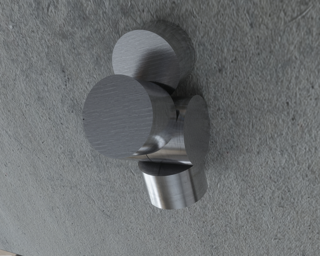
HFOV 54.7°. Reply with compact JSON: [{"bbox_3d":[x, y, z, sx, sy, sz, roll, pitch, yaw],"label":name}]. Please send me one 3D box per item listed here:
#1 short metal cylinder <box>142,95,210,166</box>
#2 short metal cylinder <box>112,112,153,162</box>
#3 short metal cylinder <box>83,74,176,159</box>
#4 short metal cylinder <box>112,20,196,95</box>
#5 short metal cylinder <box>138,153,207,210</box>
[{"bbox_3d":[0.021,0.002,0.361,0.050,0.080,0.080,1,119,28],"label":"short metal cylinder"},{"bbox_3d":[-0.025,0.001,0.386,0.050,0.080,0.079,1,119,27],"label":"short metal cylinder"},{"bbox_3d":[-0.030,-0.011,0.315,0.080,0.050,0.079,0,90,27],"label":"short metal cylinder"},{"bbox_3d":[-0.006,-0.076,0.348,0.080,0.050,0.079,13,124,20],"label":"short metal cylinder"},{"bbox_3d":[0.017,0.059,0.399,0.080,0.080,0.050,0,118,28],"label":"short metal cylinder"}]
